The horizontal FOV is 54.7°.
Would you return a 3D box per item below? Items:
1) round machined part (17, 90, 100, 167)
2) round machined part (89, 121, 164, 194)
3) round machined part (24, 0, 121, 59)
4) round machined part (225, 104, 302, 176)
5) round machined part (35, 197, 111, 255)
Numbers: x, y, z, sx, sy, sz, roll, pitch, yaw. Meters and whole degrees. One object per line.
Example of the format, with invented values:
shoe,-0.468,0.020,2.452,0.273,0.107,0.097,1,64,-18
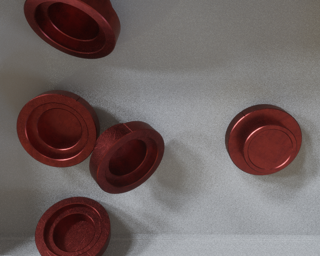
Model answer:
round machined part,-0.127,-0.002,0.400,0.099,0.042,0.097,0,110,0
round machined part,-0.046,0.033,0.396,0.099,0.042,0.097,-25,135,-27
round machined part,-0.090,-0.123,0.338,0.099,0.098,0.042,17,66,-6
round machined part,0.139,0.020,0.411,0.099,0.042,0.097,0,110,0
round machined part,-0.118,0.149,0.432,0.099,0.098,0.042,4,137,-2
